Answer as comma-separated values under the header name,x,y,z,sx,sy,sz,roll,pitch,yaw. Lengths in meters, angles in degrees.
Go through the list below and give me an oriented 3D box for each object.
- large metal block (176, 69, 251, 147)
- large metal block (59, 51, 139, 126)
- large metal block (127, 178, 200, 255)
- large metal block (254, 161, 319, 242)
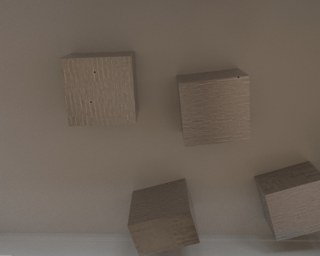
name,x,y,z,sx,sy,sz,roll,pitch,yaw
large metal block,0.066,-0.027,0.389,0.080,0.050,0.079,-6,110,2
large metal block,-0.070,-0.049,0.379,0.080,0.050,0.079,-2,110,0
large metal block,0.005,0.120,0.426,0.080,0.080,0.050,-15,110,5
large metal block,0.188,0.103,0.437,0.080,0.050,0.080,-17,109,6
